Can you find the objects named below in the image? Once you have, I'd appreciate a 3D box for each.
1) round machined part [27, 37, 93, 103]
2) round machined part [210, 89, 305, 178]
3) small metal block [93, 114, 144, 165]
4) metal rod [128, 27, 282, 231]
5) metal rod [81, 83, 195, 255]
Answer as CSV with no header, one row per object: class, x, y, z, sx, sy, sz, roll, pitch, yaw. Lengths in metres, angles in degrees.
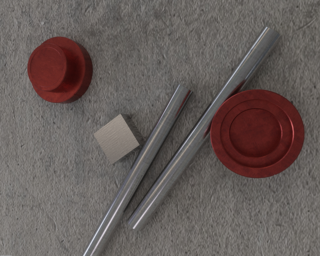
round machined part,-0.152,-0.086,0.454,0.098,0.042,0.097,0,90,20
round machined part,0.109,0.005,0.357,0.098,0.042,0.097,1,95,12
small metal block,-0.055,0.015,0.428,0.050,0.025,0.050,-35,79,16
metal rod,0.049,0.010,0.391,0.025,0.025,0.299,37,102,16
metal rod,-0.039,0.077,0.422,0.025,0.025,0.299,32,100,17
